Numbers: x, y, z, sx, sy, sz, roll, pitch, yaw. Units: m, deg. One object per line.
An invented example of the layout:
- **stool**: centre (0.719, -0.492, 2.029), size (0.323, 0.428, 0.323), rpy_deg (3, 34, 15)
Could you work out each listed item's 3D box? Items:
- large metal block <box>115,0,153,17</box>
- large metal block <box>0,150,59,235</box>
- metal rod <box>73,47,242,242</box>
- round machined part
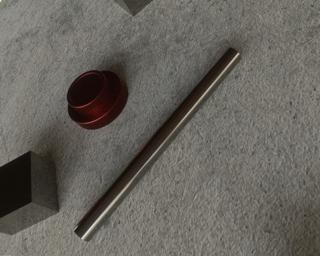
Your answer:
- **large metal block**: centre (-0.049, -0.265, 0.574), size (0.080, 0.050, 0.080), rpy_deg (-41, 51, 0)
- **large metal block**: centre (-0.193, 0.091, 0.431), size (0.080, 0.050, 0.080), rpy_deg (-27, 53, 10)
- **metal rod**: centre (0.002, 0.015, 0.392), size (0.025, 0.025, 0.300), rpy_deg (34, 80, 38)
- **round machined part**: centre (-0.102, -0.050, 0.475), size (0.098, 0.042, 0.098), rpy_deg (-13, 56, 20)
